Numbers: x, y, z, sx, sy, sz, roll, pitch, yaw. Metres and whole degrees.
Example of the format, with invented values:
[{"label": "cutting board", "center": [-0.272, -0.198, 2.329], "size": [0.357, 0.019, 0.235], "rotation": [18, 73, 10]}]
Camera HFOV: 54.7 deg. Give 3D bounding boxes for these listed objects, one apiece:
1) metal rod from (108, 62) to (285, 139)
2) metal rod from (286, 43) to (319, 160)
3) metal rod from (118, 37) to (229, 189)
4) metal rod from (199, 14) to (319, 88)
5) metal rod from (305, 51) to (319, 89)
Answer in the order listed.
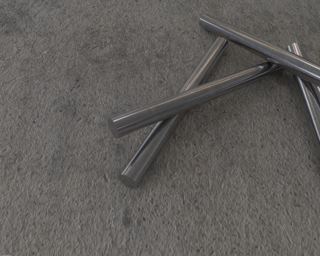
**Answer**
[{"label": "metal rod", "center": [0.071, -0.051, 0.422], "size": [0.302, 0.025, 0.025], "rotation": [-23, 53, -27]}, {"label": "metal rod", "center": [0.203, -0.001, 0.391], "size": [0.025, 0.025, 0.300], "rotation": [1, 54, 1]}, {"label": "metal rod", "center": [0.033, -0.041, 0.437], "size": [0.025, 0.025, 0.301], "rotation": [22, 53, 17]}, {"label": "metal rod", "center": [0.159, -0.119, 0.469], "size": [0.025, 0.025, 0.300], "rotation": [-25, 44, -19]}, {"label": "metal rod", "center": [0.229, -0.003, 0.406], "size": [0.025, 0.025, 0.300], "rotation": [-2, 50, -1]}]
